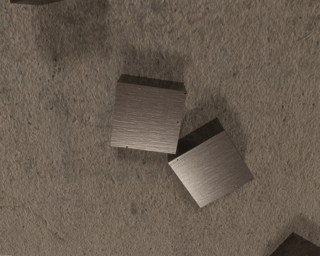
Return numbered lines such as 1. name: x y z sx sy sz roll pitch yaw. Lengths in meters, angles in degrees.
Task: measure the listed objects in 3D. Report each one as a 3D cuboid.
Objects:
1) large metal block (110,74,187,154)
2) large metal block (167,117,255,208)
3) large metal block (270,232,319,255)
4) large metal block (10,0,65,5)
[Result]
1. large metal block: -0.015 -0.019 0.389 0.081 0.050 0.079 8 110 -4
2. large metal block: 0.066 0.046 0.414 0.080 0.050 0.080 -31 108 10
3. large metal block: 0.221 0.223 0.482 0.080 0.050 0.080 31 107 -11
4. large metal block: -0.107 -0.162 0.319 0.080 0.080 0.050 -11 110 3
